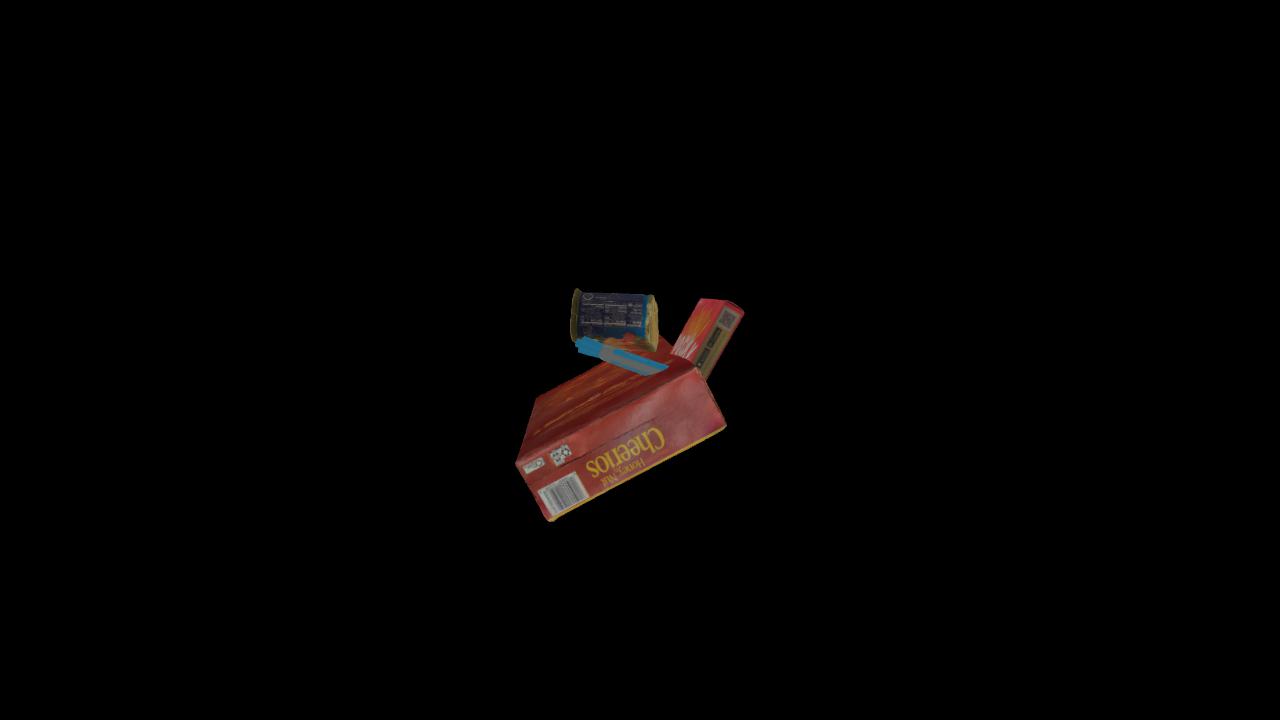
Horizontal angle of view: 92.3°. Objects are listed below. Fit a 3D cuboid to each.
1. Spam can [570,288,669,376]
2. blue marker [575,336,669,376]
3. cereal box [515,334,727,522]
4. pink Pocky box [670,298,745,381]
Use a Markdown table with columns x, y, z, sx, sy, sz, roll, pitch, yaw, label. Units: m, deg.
| x | y | z | sx | sy | sz | roll | pitch | yaw | label |
| --- | --- | --- | --- | --- | --- | --- | --- | --- | --- |
| -0.025 | -0.041 | 0.682 | 0.085 | 0.058 | 0.101 | 3 | -7 | 6 | Spam can |
| -0.010 | 0.001 | 0.637 | 0.121 | 0.020 | 0.020 | 20 | 2 | 6 | blue marker |
| -0.031 | 0.059 | 0.736 | 0.203 | 0.081 | 0.306 | -28 | 10 | -1 | cereal box |
| 0.052 | 0.005 | 0.667 | 0.029 | 0.155 | 0.084 | 30 | 0 | -15 | pink Pocky box |
